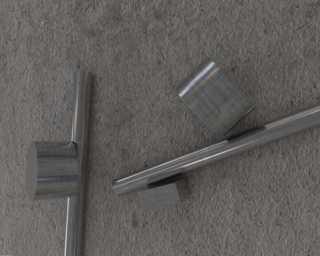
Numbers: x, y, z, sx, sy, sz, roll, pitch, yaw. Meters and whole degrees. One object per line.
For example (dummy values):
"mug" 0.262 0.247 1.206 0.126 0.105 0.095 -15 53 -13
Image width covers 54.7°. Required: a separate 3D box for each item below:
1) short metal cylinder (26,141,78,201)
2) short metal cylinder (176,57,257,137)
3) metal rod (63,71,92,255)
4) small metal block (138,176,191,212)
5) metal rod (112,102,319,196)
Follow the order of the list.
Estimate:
"short metal cylinder" -0.151 0.058 0.428 0.080 0.050 0.080 -7 82 57
"short metal cylinder" 0.064 -0.036 0.357 0.050 0.080 0.080 -44 77 15
"metal rod" -0.120 0.068 0.451 0.025 0.025 0.298 4 91 20
"small metal block" 0.007 0.083 0.393 0.050 0.050 0.025 -18 84 19
"metal rod" 0.073 0.028 0.383 0.300 0.025 0.025 -22 83 18
